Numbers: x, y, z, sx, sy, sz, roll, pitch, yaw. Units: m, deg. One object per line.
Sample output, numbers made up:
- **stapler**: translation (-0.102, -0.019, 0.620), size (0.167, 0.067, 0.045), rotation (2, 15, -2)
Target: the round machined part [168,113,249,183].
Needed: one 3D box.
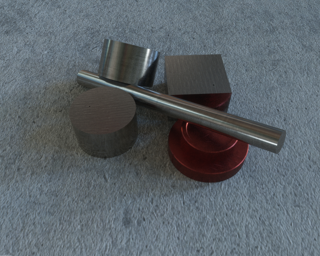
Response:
- **round machined part**: translation (0.059, 0.014, 0.381), size (0.099, 0.042, 0.098), rotation (0, 50, 0)

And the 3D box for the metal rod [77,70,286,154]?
- **metal rod**: translation (0.002, -0.031, 0.387), size (0.300, 0.025, 0.025), rotation (21, 52, 33)

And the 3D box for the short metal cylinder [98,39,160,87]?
- **short metal cylinder**: translation (-0.044, -0.092, 0.441), size (0.080, 0.050, 0.080), rotation (13, 12, -3)

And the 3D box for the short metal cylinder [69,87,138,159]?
- **short metal cylinder**: translation (-0.069, -0.007, 0.395), size (0.081, 0.050, 0.080), rotation (0, 50, 0)

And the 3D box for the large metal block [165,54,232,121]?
- **large metal block**: translation (0.049, -0.058, 0.435), size (0.081, 0.050, 0.080), rotation (-2, 50, -2)
